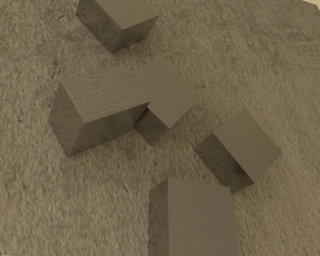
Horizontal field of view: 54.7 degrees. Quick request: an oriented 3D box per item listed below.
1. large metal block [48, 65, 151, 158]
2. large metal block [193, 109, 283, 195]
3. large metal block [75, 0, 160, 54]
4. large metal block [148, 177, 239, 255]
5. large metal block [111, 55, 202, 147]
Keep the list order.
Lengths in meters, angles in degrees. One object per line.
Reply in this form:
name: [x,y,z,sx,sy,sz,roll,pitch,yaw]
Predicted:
large metal block: [-0.069,-0.018,0.344,0.081,0.080,0.050,-22,74,-36]
large metal block: [0.108,0.032,0.429,0.081,0.050,0.080,-32,80,-38]
large metal block: [-0.062,-0.167,0.457,0.080,0.050,0.080,48,51,5]
large metal block: [0.034,0.106,0.343,0.081,0.050,0.080,13,56,-21]
large metal block: [-0.006,-0.037,0.409,0.080,0.050,0.080,44,51,2]
